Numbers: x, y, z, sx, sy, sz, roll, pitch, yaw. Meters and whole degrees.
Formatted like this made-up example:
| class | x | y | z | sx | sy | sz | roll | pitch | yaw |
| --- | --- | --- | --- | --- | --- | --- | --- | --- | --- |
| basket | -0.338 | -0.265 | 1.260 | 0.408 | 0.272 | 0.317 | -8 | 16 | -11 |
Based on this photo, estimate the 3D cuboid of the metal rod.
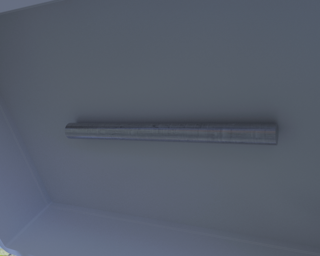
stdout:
| class | x | y | z | sx | sy | sz | roll | pitch | yaw |
| --- | --- | --- | --- | --- | --- | --- | --- | --- | --- |
| metal rod | -0.004 | 0.006 | 0.410 | 0.301 | 0.025 | 0.025 | 1 | 119 | 27 |
